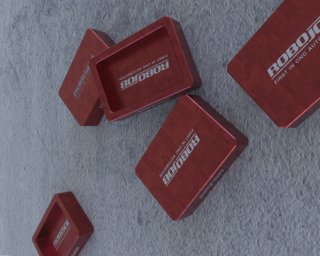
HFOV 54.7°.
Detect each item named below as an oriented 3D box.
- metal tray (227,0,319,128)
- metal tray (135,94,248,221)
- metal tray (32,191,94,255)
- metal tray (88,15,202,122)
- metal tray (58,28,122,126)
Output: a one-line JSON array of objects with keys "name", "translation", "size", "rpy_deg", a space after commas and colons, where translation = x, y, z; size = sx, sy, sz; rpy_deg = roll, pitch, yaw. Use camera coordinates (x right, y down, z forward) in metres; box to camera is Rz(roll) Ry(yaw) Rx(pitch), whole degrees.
[{"name": "metal tray", "translation": [0.137, -0.073, 0.288], "size": [0.129, 0.030, 0.090], "rpy_deg": [-50, 61, 28]}, {"name": "metal tray", "translation": [0.032, 0.036, 0.376], "size": [0.090, 0.030, 0.129], "rpy_deg": [47, 118, 29]}, {"name": "metal tray", "translation": [-0.174, 0.188, 0.545], "size": [0.090, 0.030, 0.129], "rpy_deg": [47, 118, 29]}, {"name": "metal tray", "translation": [-0.023, -0.071, 0.396], "size": [0.130, 0.030, 0.090], "rpy_deg": [-21, 85, 26]}, {"name": "metal tray", "translation": [-0.107, -0.078, 0.490], "size": [0.090, 0.030, 0.129], "rpy_deg": [49, 119, 29]}]
